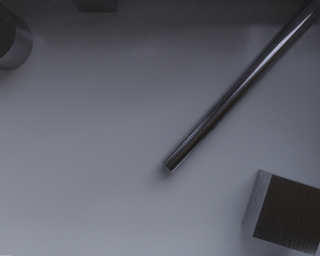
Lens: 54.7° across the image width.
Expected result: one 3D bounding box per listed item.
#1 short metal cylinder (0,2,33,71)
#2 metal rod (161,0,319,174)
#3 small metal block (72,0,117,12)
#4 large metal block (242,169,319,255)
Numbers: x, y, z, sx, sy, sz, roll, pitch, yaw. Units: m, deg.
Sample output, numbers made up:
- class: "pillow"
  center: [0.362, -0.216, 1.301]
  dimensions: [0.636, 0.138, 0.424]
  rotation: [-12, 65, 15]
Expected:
- class: "short metal cylinder"
  center: [-0.213, -0.117, 0.396]
  dimensions: [0.081, 0.050, 0.079]
  rotation: [0, 90, -1]
- class: "metal rod"
  center: [0.113, -0.058, 0.412]
  dimensions: [0.025, 0.025, 0.300]
  rotation: [43, 90, -1]
- class: "small metal block"
  center: [-0.084, -0.171, 0.398]
  dimensions: [0.050, 0.050, 0.025]
  rotation: [1, 90, 0]
- class: "large metal block"
  center: [0.163, 0.106, 0.401]
  dimensions: [0.080, 0.050, 0.080]
  rotation: [18, 90, -1]
